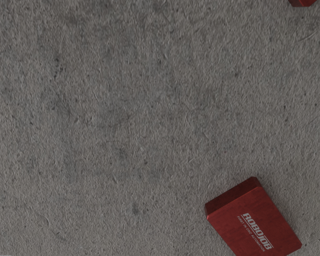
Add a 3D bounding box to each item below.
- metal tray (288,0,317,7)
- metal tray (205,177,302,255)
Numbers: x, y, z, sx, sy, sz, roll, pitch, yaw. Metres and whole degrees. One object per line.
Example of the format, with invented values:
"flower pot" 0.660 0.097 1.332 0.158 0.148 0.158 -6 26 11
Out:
"metal tray" 0.180 -0.208 0.331 0.130 0.030 0.090 -40 106 13
"metal tray" 0.139 0.146 0.462 0.090 0.030 0.130 -34 107 11
